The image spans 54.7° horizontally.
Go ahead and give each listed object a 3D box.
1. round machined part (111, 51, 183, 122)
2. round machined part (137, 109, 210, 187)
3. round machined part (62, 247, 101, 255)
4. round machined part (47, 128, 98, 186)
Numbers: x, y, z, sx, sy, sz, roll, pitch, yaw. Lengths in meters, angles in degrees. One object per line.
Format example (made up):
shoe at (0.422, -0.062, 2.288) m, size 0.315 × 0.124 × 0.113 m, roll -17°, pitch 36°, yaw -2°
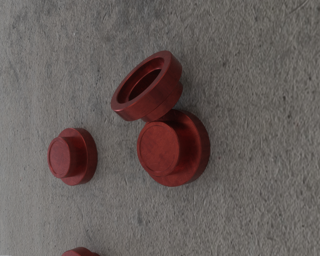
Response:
round machined part at (-0.011, -0.046, 0.382) m, size 0.098 × 0.042 × 0.098 m, roll -33°, pitch 31°, yaw 23°
round machined part at (0.009, 0.025, 0.386) m, size 0.098 × 0.042 × 0.097 m, roll 0°, pitch 90°, yaw 40°
round machined part at (-0.118, 0.238, 0.492) m, size 0.098 × 0.042 × 0.097 m, roll 0°, pitch 90°, yaw 40°
round machined part at (-0.153, 0.048, 0.520) m, size 0.098 × 0.042 × 0.097 m, roll 0°, pitch 90°, yaw 40°
